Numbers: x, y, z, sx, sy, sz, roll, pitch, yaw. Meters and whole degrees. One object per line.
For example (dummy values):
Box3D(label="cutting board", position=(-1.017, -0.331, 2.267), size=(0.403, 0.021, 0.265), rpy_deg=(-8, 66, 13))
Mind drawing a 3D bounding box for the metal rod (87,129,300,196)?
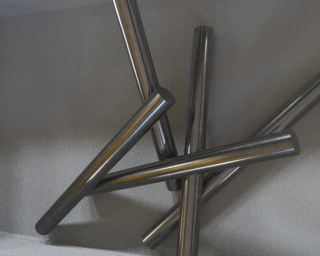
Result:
Box3D(label="metal rod", position=(0.005, 0.050, 0.366), size=(0.300, 0.025, 0.025), rpy_deg=(-18, 84, 35))

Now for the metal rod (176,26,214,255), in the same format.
Box3D(label="metal rod", position=(0.043, 0.024, 0.376), size=(0.025, 0.025, 0.298), rpy_deg=(3, 84, 20))

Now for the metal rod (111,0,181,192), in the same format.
Box3D(label="metal rod", position=(-0.016, -0.058, 0.351), size=(0.025, 0.025, 0.298), rpy_deg=(-8, 113, 20))

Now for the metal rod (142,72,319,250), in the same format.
Box3D(label="metal rod", position=(0.087, 0.048, 0.379), size=(0.299, 0.025, 0.025), rpy_deg=(-46, 76, 14))

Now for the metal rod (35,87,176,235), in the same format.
Box3D(label="metal rod", position=(-0.085, 0.058, 0.398), size=(0.299, 0.025, 0.025), rpy_deg=(-45, 76, 29))
